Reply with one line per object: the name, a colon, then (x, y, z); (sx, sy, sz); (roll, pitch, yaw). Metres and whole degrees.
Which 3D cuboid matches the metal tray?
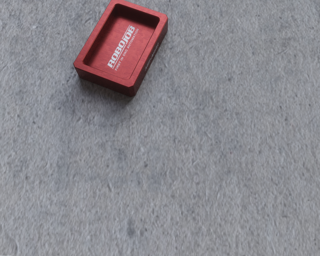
metal tray: (-0.053, -0.119, 0.448); (0.090, 0.030, 0.130); (22, 71, 7)
